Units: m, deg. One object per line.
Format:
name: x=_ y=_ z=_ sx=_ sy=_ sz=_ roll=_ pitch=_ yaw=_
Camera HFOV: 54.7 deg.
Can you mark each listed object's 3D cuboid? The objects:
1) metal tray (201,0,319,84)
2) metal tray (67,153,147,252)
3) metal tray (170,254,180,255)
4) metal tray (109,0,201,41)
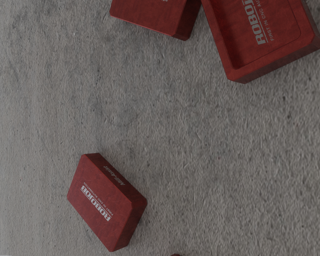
metal tray: x=0.097 y=-0.122 z=0.321 sx=0.090 sy=0.030 sz=0.129 roll=-25 pitch=74 yaw=37
metal tray: x=-0.086 y=0.109 z=0.473 sx=0.130 sy=0.030 sz=0.089 roll=37 pitch=113 yaw=33
metal tray: x=0.009 y=0.238 z=0.394 sx=0.090 sy=0.030 sz=0.129 roll=45 pitch=117 yaw=30
metal tray: x=-0.005 y=-0.176 z=0.406 sx=0.130 sy=0.030 sz=0.089 roll=31 pitch=109 yaw=35
